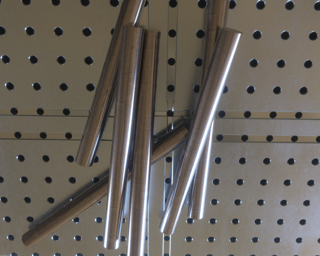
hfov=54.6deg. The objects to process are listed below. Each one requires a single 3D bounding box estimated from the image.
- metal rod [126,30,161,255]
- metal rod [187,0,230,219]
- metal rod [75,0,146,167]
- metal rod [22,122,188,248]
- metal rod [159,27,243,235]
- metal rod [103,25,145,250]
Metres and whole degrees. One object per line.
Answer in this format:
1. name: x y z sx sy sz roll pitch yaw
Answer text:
1. metal rod: -0.023 0.030 0.400 0.025 0.025 0.298 4 101 -2
2. metal rod: 0.060 -0.012 0.409 0.025 0.025 0.298 3 110 -1
3. metal rod: -0.054 -0.084 0.381 0.025 0.025 0.298 19 109 -7
4. metal rod: -0.081 0.087 0.444 0.300 0.025 0.025 -35 106 12
5. metal rod: 0.044 0.024 0.399 0.025 0.025 0.298 12 118 -5
6. metal rod: -0.049 0.026 0.395 0.025 0.025 0.298 7 109 -3
